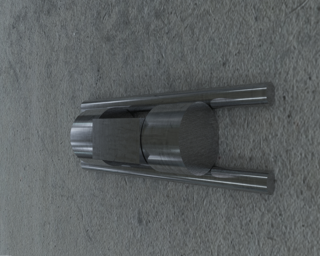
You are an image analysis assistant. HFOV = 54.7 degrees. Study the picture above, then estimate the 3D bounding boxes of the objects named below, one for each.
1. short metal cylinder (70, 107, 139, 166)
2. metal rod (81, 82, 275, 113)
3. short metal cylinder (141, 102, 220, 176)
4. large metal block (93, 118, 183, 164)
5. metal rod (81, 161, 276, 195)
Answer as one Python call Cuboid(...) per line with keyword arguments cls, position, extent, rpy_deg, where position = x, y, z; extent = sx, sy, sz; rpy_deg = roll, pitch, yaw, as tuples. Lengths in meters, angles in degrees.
Cuboid(cls="short metal cylinder", position=(-0.076, 0.012, 0.433), extent=(0.050, 0.081, 0.080), rpy_deg=(-1, 90, 40))
Cuboid(cls="metal rod", position=(-0.003, -0.034, 0.409), extent=(0.300, 0.025, 0.025), rpy_deg=(0, 90, 40))
Cuboid(cls="short metal cylinder", position=(0.025, 0.012, 0.349), extent=(0.050, 0.081, 0.080), rpy_deg=(-1, 90, 40))
Cuboid(cls="large metal block", position=(-0.027, 0.014, 0.390), extent=(0.080, 0.081, 0.050), rpy_deg=(0, 90, 40))
Cuboid(cls="metal rod", position=(-0.003, 0.056, 0.409), extent=(0.300, 0.025, 0.025), rpy_deg=(0, 90, 40))
